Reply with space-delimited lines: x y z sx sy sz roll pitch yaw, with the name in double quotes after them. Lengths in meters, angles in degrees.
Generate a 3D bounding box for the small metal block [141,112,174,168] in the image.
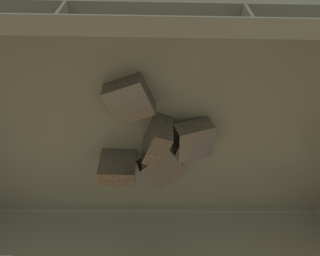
-0.003 0.015 0.405 0.025 0.050 0.050 16 128 -12 "small metal block"

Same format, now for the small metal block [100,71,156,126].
-0.037 -0.035 0.379 0.050 0.025 0.050 -16 129 13 "small metal block"

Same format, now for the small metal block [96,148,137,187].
-0.059 0.055 0.439 0.050 0.050 0.025 1 130 -1 "small metal block"

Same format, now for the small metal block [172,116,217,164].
0.045 0.016 0.414 0.050 0.025 0.050 -13 132 -13 "small metal block"

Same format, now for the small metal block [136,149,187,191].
0.003 0.055 0.446 0.050 0.025 0.050 -37 124 4 "small metal block"
